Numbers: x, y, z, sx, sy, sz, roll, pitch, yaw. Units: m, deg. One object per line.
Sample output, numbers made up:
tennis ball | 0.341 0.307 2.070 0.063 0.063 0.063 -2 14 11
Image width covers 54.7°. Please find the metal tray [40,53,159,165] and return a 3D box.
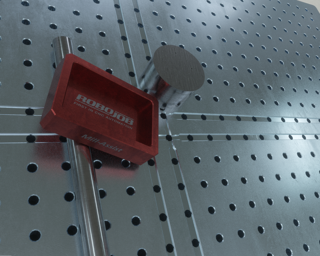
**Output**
metal tray | -0.062 -0.019 0.360 0.131 0.030 0.090 25 47 -30

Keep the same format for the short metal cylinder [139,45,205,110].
short metal cylinder | 0.017 -0.072 0.447 0.081 0.050 0.080 14 56 -21

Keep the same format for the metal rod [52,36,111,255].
metal rod | -0.091 0.019 0.348 0.025 0.025 0.299 -2 63 -29
